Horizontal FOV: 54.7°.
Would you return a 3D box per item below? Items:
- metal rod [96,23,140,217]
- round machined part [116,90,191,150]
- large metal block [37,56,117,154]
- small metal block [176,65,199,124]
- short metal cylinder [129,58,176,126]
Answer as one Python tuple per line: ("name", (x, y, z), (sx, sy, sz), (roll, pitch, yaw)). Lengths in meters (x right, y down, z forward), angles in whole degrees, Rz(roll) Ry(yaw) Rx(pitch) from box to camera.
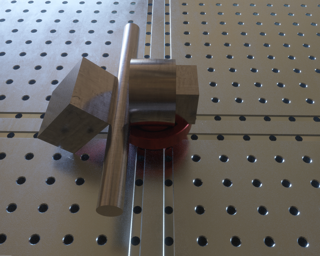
("metal rod", (-0.045, -0.037, 0.384), (0.025, 0.025, 0.300), (1, 50, 0))
("round machined part", (-0.008, -0.011, 0.404), (0.099, 0.042, 0.098), (0, 50, 0))
("large metal block", (-0.102, -0.027, 0.386), (0.050, 0.080, 0.080), (30, 42, -30))
("small metal block", (0.030, -0.040, 0.370), (0.025, 0.050, 0.050), (1, 50, 0))
("short metal cylinder", (-0.008, -0.042, 0.368), (0.050, 0.080, 0.080), (1, 50, 0))
